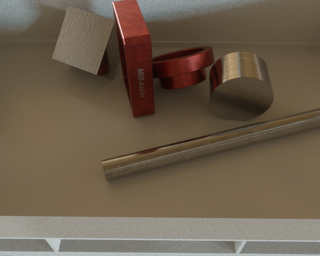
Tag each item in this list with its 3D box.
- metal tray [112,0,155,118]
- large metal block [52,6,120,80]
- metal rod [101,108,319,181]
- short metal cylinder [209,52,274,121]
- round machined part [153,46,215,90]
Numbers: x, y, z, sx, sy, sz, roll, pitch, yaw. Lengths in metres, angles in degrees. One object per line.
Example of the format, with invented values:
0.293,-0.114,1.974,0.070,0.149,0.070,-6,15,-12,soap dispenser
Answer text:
-0.034,-0.088,0.410,0.030,0.129,0.090,-12,51,-8,metal tray
-0.103,-0.126,0.467,0.080,0.050,0.080,22,97,17,large metal block
0.079,0.017,0.391,0.302,0.025,0.025,-13,51,-11,metal rod
0.107,-0.055,0.417,0.080,0.080,0.050,4,50,3,short metal cylinder
0.030,-0.085,0.447,0.099,0.042,0.098,-12,19,5,round machined part
